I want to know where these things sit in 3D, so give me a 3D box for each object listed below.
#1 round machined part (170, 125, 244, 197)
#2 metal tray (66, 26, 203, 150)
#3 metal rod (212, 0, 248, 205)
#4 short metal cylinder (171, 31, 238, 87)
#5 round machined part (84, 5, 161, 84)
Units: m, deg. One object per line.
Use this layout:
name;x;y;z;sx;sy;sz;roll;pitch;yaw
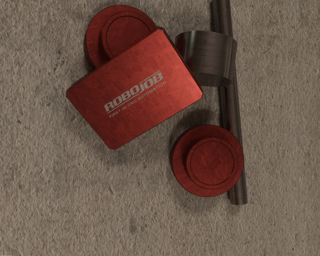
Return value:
round machined part;0.065;0.044;0.412;0.099;0.042;0.097;0;92;-5
metal tray;-0.028;-0.043;0.358;0.130;0.030;0.090;-31;111;13
metal rod;0.101;-0.039;0.447;0.025;0.025;0.298;-6;92;-20
short metal cylinder;0.056;-0.087;0.402;0.081;0.080;0.050;9;87;-20
round machined part;-0.042;-0.104;0.385;0.099;0.042;0.097;0;90;-21
